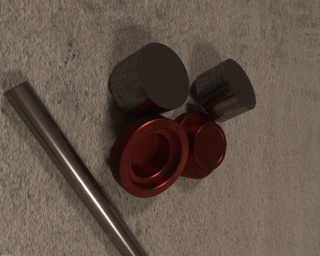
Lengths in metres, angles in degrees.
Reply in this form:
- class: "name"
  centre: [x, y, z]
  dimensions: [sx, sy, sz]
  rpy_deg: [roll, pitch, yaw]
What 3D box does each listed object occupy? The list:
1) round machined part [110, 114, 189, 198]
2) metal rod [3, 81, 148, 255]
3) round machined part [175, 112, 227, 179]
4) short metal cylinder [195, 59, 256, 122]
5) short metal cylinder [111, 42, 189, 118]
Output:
- class: "round machined part"
  centre: [-0.016, 0.030, 0.371]
  dimensions: [0.099, 0.042, 0.097]
  rpy_deg: [-15, 116, -34]
- class: "metal rod"
  centre: [-0.070, 0.084, 0.347]
  dimensions: [0.025, 0.025, 0.299]
  rpy_deg: [-43, 116, -32]
- class: "round machined part"
  centre: [0.058, 0.025, 0.445]
  dimensions: [0.099, 0.042, 0.097]
  rpy_deg: [0, 90, -40]
- class: "short metal cylinder"
  centre: [0.097, -0.054, 0.454]
  dimensions: [0.080, 0.050, 0.080]
  rpy_deg: [28, 49, -38]
- class: "short metal cylinder"
  centre: [-0.011, -0.054, 0.370]
  dimensions: [0.081, 0.050, 0.080]
  rpy_deg: [14, 68, -39]
